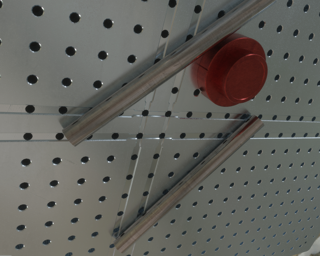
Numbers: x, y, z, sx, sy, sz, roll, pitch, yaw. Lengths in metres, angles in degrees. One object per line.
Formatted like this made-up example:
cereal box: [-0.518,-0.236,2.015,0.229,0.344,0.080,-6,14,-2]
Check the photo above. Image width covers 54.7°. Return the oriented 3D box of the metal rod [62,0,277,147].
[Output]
metal rod: [0.015,-0.077,0.373,0.301,0.025,0.025,-36,130,-5]

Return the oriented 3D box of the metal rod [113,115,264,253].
metal rod: [0.045,0.089,0.492,0.300,0.025,0.025,-42,130,1]

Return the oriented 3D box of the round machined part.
round machined part: [0.103,-0.072,0.414,0.099,0.042,0.097,-14,125,-21]
